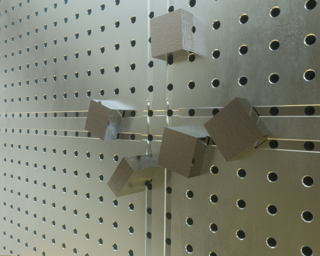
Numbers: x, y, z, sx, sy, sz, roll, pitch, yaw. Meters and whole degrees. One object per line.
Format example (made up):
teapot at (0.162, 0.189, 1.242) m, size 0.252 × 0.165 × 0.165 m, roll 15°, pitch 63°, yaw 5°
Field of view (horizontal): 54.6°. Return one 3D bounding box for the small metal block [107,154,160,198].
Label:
small metal block at (-0.036, 0.065, 0.424) m, size 0.025 × 0.050 × 0.050 m, roll 47°, pitch 118°, yaw 30°

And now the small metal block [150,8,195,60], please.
small metal block at (0.015, -0.118, 0.398) m, size 0.050 × 0.025 × 0.050 m, roll -4°, pitch 87°, yaw 40°

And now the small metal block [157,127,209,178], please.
small metal block at (0.028, 0.029, 0.387) m, size 0.050 × 0.025 × 0.050 m, roll 19°, pitch 102°, yaw 38°

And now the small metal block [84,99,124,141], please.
small metal block at (-0.088, -0.013, 0.484) m, size 0.050 × 0.025 × 0.050 m, roll 26°, pitch 106°, yaw 37°

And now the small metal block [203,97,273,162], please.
small metal block at (0.084, 0.002, 0.340) m, size 0.050 × 0.025 × 0.050 m, roll -43°, pitch 64°, yaw 31°
